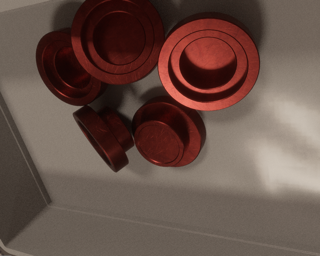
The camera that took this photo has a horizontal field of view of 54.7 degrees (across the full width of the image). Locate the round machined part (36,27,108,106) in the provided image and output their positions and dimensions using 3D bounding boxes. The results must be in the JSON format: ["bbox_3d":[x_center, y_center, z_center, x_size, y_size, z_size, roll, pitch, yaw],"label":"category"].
[{"bbox_3d":[-0.107,-0.081,0.402,0.098,0.042,0.097,13,124,20],"label":"round machined part"}]

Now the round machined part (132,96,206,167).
[{"bbox_3d":[0.006,0.011,0.400,0.098,0.042,0.097,13,124,20],"label":"round machined part"}]

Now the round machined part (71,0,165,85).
[{"bbox_3d":[-0.043,-0.097,0.341,0.099,0.042,0.097,0,99,3],"label":"round machined part"}]

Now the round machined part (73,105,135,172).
[{"bbox_3d":[-0.071,0.009,0.419,0.098,0.042,0.098,47,162,21],"label":"round machined part"}]

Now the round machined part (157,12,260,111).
[{"bbox_3d":[0.049,-0.069,0.318,0.099,0.042,0.097,5,125,7],"label":"round machined part"}]
